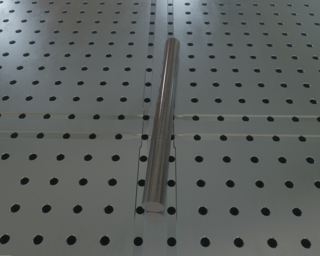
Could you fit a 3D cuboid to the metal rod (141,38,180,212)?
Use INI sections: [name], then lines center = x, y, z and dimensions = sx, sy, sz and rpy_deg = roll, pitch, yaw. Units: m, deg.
[metal rod]
center = 0.007, -0.029, 0.431
dimensions = 0.025, 0.025, 0.300
rpy_deg = 4, 50, 4
